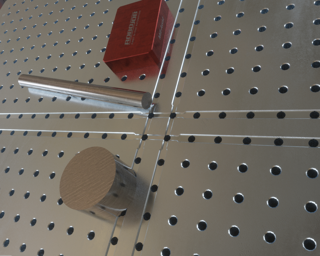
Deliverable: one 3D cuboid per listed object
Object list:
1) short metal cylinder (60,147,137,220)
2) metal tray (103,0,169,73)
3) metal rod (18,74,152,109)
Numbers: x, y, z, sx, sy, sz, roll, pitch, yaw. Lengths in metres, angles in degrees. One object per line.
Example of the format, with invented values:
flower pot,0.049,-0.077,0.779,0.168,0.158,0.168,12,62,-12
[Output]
short metal cylinder,-0.077,0.070,0.390,0.080,0.050,0.080,-13,56,21
metal tray,-0.038,-0.159,0.523,0.090,0.030,0.130,-6,59,25
metal rod,-0.142,-0.066,0.523,0.300,0.025,0.025,12,68,33
